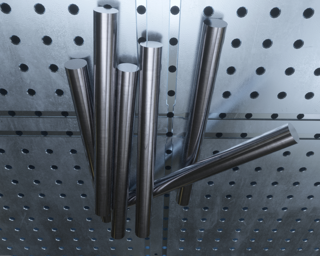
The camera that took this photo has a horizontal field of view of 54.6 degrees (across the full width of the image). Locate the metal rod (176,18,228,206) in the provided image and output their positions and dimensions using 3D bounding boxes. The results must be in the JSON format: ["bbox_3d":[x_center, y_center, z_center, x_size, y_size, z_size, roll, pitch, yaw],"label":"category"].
[{"bbox_3d":[0.048,0.005,0.415,0.025,0.025,0.298,3,130,-2],"label":"metal rod"}]

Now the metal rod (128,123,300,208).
[{"bbox_3d":[0.042,0.065,0.431,0.299,0.025,0.025,-29,125,35],"label":"metal rod"}]

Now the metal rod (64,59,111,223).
[{"bbox_3d":[-0.093,0.041,0.445,0.025,0.025,0.298,-1,130,0],"label":"metal rod"}]

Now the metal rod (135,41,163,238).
[{"bbox_3d":[-0.018,0.037,0.412,0.025,0.025,0.298,3,121,-2],"label":"metal rod"}]

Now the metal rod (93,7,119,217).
[{"bbox_3d":[-0.071,0.004,0.394,0.025,0.025,0.298,5,124,-4],"label":"metal rod"}]

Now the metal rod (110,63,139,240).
[{"bbox_3d":[-0.053,0.054,0.436,0.025,0.025,0.298,5,124,-4],"label":"metal rod"}]
